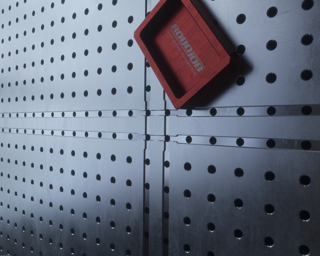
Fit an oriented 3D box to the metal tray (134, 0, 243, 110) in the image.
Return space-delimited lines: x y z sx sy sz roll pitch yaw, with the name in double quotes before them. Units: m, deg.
"metal tray" 0.029 -0.098 0.380 0.090 0.030 0.130 -42 65 31
